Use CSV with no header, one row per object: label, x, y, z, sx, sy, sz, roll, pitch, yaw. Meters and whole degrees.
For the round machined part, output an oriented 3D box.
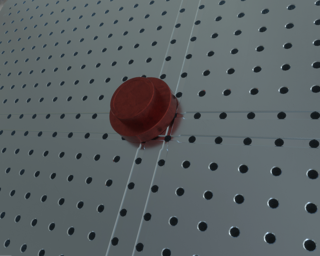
round machined part,-0.030,-0.032,0.434,0.098,0.042,0.098,-14,55,21
